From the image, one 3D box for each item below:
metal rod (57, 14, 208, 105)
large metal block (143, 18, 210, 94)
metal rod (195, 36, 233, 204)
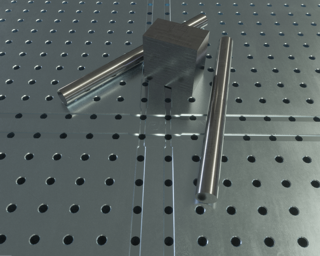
[{"bbox_3d":[-0.030,-0.122,0.509,0.302,0.025,0.025,-36,59,-27],"label":"metal rod"},{"bbox_3d":[0.023,-0.107,0.462,0.080,0.080,0.050,19,53,15],"label":"large metal block"},{"bbox_3d":[0.082,-0.035,0.437,0.025,0.025,0.300,9,50,7],"label":"metal rod"}]
